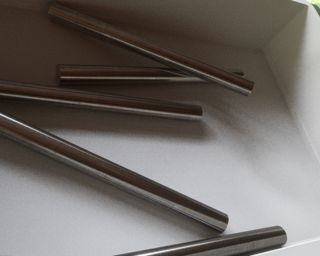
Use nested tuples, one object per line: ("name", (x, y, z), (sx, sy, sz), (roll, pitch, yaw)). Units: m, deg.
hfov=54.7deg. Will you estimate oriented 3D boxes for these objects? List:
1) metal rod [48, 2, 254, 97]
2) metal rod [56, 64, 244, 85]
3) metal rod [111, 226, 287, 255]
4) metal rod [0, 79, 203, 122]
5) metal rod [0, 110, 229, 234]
("metal rod", (-0.007, -0.109, 0.442), (0.302, 0.025, 0.025), (20, 54, -7))
("metal rod", (0.005, -0.077, 0.454), (0.303, 0.025, 0.025), (-5, 64, -30))
("metal rod", (0.021, 0.137, 0.332), (0.303, 0.025, 0.025), (1, 61, -28))
("metal rod", (-0.081, -0.033, 0.381), (0.302, 0.025, 0.025), (5, 60, -26))
("metal rod", (-0.056, 0.050, 0.344), (0.301, 0.025, 0.025), (27, 53, -12))
